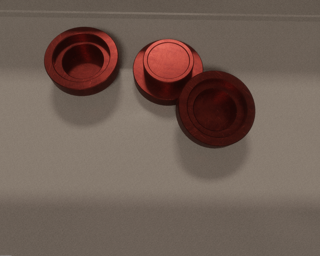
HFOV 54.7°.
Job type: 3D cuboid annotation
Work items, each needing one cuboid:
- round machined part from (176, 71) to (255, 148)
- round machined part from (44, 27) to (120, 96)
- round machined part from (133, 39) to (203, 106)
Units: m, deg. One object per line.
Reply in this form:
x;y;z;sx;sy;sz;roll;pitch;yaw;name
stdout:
0.069;-0.022;0.403;0.099;0.042;0.098;1;78;-7;round machined part
-0.105;-0.088;0.431;0.099;0.042;0.098;0;70;-1;round machined part
0.011;-0.084;0.431;0.099;0.042;0.098;0;70;0;round machined part
